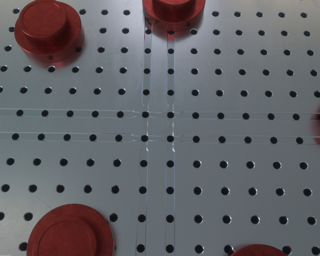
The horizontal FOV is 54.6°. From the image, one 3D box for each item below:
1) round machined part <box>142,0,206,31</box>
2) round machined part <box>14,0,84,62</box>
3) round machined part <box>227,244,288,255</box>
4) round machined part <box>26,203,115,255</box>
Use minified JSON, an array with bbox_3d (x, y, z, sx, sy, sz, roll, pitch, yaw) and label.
[{"bbox_3d":[0.021,-0.202,0.477,0.099,0.042,0.098,0,70,0],"label":"round machined part"},{"bbox_3d":[-0.166,-0.150,0.457,0.099,0.042,0.098,0,70,0],"label":"round machined part"},{"bbox_3d":[0.113,0.179,0.338,0.099,0.042,0.098,0,70,0],"label":"round machined part"},{"bbox_3d":[-0.103,0.136,0.353,0.099,0.042,0.098,0,70,0],"label":"round machined part"}]
